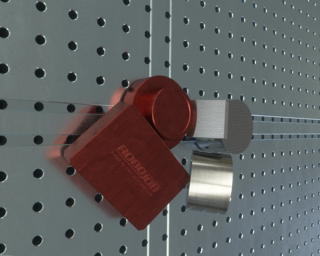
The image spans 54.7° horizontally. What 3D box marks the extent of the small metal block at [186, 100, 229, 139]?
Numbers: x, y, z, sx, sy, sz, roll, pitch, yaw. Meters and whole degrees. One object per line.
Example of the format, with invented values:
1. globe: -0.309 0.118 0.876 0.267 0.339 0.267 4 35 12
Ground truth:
1. small metal block: 0.065 -0.011 0.419 0.025 0.050 0.050 13 80 -68

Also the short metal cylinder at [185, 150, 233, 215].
1. short metal cylinder: 0.064 0.072 0.415 0.050 0.080 0.080 7 84 4

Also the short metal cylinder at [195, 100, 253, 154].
1. short metal cylinder: 0.096 -0.002 0.470 0.081 0.050 0.079 0 90 -40

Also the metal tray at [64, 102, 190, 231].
1. metal tray: -0.033 0.045 0.359 0.090 0.030 0.130 -44 118 -14

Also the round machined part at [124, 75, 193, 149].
1. round machined part: 0.004 -0.019 0.396 0.099 0.042 0.097 0 90 -40
